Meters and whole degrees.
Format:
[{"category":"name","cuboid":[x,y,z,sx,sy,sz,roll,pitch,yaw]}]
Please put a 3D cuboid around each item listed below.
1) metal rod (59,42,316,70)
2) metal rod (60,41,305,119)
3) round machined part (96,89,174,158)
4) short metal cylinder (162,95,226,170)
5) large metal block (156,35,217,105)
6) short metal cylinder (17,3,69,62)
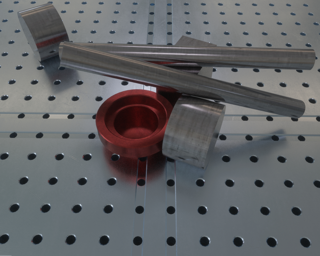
[{"category":"metal rod","cuboid":[0.031,-0.088,0.377,0.302,0.025,0.025,2,50,1]},{"category":"metal rod","cuboid":[0.043,-0.049,0.357,0.302,0.025,0.025,10,47,-20]},{"category":"round machined part","cuboid":[-0.030,-0.002,0.398,0.099,0.042,0.098,0,50,0]},{"category":"short metal cylinder","cuboid":[0.042,0.004,0.369,0.050,0.080,0.080,18,53,15]},{"category":"large metal block","cuboid":[0.036,-0.067,0.428,0.050,0.080,0.080,21,53,17]},{"category":"short metal cylinder","cuboid":[-0.187,-0.154,0.500,0.050,0.080,0.080,-27,55,-21]}]
